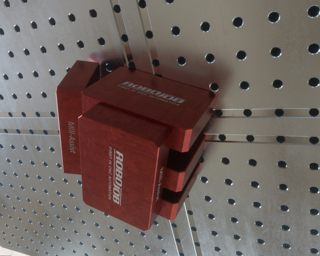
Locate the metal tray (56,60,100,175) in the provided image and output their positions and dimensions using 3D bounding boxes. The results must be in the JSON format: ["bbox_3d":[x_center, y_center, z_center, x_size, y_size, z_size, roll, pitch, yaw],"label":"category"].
[{"bbox_3d":[-0.104,-0.013,0.413,0.030,0.090,0.129,7,124,-1],"label":"metal tray"}]

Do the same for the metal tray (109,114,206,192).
[{"bbox_3d":[-0.018,0.022,0.391,0.130,0.090,0.030,18,124,16],"label":"metal tray"}]

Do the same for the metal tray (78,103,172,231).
[{"bbox_3d":[-0.041,0.046,0.341,0.090,0.030,0.129,19,126,17],"label":"metal tray"}]

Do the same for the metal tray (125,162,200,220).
[{"bbox_3d":[-0.022,0.059,0.418,0.130,0.090,0.030,19,126,16],"label":"metal tray"}]

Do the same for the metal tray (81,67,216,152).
[{"bbox_3d":[-0.012,-0.027,0.358,0.130,0.090,0.030,19,126,17],"label":"metal tray"}]
